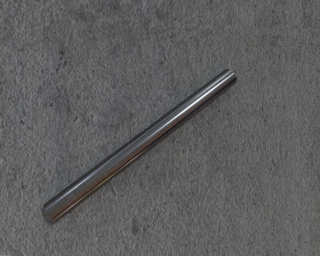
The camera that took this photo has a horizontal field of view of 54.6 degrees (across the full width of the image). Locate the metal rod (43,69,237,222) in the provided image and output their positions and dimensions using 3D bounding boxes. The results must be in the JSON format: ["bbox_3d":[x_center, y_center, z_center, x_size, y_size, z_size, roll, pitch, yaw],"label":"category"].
[{"bbox_3d":[-0.014,0.013,0.405,0.301,0.025,0.025,-37,102,-16],"label":"metal rod"}]
